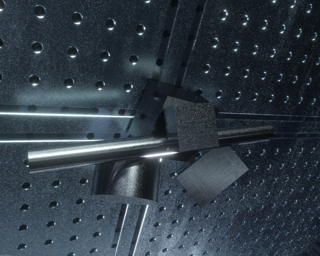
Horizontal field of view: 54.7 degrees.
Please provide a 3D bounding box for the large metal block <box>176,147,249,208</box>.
[{"bbox_3d":[0.070,0.064,0.440,0.080,0.050,0.080,-38,173,-2],"label":"large metal block"}]

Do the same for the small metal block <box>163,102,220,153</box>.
[{"bbox_3d":[0.035,-0.001,0.345,0.050,0.025,0.050,-6,86,-25],"label":"small metal block"}]

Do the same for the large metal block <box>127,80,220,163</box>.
[{"bbox_3d":[0.016,-0.007,0.395,0.081,0.050,0.079,11,113,-33],"label":"large metal block"}]

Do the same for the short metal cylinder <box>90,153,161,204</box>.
[{"bbox_3d":[-0.041,0.064,0.380,0.080,0.080,0.050,21,64,-36],"label":"short metal cylinder"}]

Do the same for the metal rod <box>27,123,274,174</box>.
[{"bbox_3d":[0.011,0.018,0.359,0.303,0.025,0.025,-6,121,-26],"label":"metal rod"}]
